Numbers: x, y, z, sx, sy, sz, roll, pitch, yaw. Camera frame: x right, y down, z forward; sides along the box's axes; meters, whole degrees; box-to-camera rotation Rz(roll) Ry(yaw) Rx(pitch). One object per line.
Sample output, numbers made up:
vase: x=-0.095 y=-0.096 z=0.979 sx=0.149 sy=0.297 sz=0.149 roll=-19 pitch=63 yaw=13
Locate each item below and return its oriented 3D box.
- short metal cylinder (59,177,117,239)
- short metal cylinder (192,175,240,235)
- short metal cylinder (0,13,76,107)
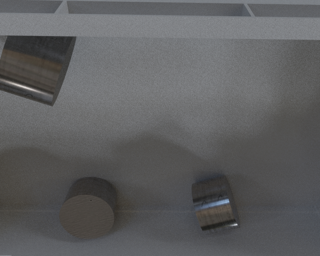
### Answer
short metal cylinder: x=-0.109 y=0.124 z=0.481 sx=0.081 sy=0.050 sz=0.079 roll=-1 pitch=111 yaw=-2
short metal cylinder: x=0.086 y=0.117 z=0.473 sx=0.050 sy=0.080 sz=0.080 roll=-18 pitch=128 yaw=14
short metal cylinder: x=-0.122 y=-0.068 z=0.314 sx=0.050 sy=0.080 sz=0.079 roll=18 pitch=128 yaw=-15
